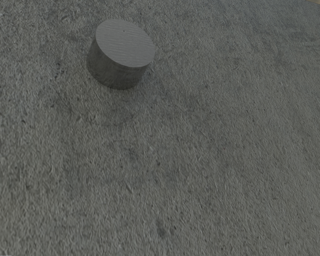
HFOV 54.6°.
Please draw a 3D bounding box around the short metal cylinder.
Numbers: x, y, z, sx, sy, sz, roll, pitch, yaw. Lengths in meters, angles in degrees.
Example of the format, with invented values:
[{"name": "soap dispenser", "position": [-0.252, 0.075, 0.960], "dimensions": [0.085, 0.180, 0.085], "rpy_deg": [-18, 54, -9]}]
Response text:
[{"name": "short metal cylinder", "position": [-0.054, -0.099, 0.419], "dimensions": [0.081, 0.050, 0.080], "rpy_deg": [13, 56, -21]}]
